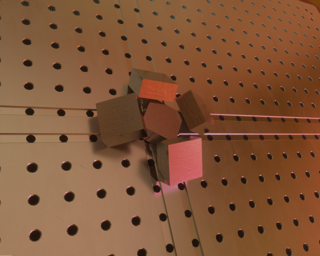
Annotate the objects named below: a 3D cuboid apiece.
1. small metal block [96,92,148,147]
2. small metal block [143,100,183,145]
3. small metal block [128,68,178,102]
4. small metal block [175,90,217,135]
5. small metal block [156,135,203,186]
[{"bbox_3d":[-0.046,-0.010,0.375,0.050,0.025,0.050,-16,65,2],"label":"small metal block"},{"bbox_3d":[-0.001,-0.005,0.412,0.050,0.025,0.050,28,52,-11],"label":"small metal block"},{"bbox_3d":[-0.010,-0.059,0.424,0.050,0.025,0.050,6,23,-25],"label":"small metal block"},{"bbox_3d":[0.051,-0.020,0.435,0.050,0.025,0.050,19,44,-62],"label":"small metal block"},{"bbox_3d":[0.025,0.039,0.383,0.050,0.025,0.050,-10,102,-33],"label":"small metal block"}]
